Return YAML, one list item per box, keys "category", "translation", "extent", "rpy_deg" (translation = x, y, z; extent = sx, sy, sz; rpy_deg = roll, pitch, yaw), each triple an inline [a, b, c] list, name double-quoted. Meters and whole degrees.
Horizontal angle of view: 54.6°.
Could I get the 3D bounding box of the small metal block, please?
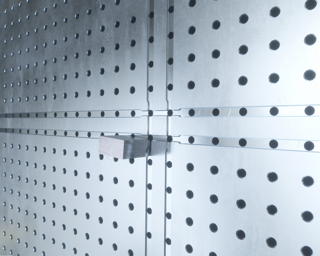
- category: "small metal block"
  translation: [-0.050, 0.026, 0.436]
  extent: [0.050, 0.050, 0.025]
  rpy_deg: [8, 95, 40]
